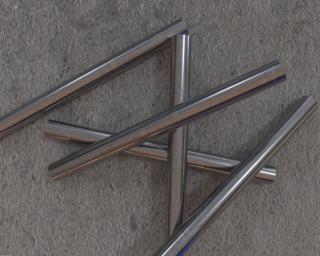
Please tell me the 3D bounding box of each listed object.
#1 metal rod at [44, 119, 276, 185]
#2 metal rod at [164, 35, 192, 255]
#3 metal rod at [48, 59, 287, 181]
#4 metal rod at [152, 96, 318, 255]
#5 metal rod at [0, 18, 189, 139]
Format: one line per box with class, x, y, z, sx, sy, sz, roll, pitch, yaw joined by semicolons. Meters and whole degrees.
metal rod;0.001;0.032;0.409;0.302;0.025;0.025;12;90;0
metal rod;0.021;0.037;0.384;0.025;0.025;0.298;2;90;0
metal rod;-0.005;-0.002;0.365;0.300;0.025;0.025;-24;90;15
metal rod;0.092;0.067;0.379;0.301;0.025;0.025;-43;90;-13
metal rod;-0.100;-0.061;0.408;0.301;0.025;0.025;-29;90;0
